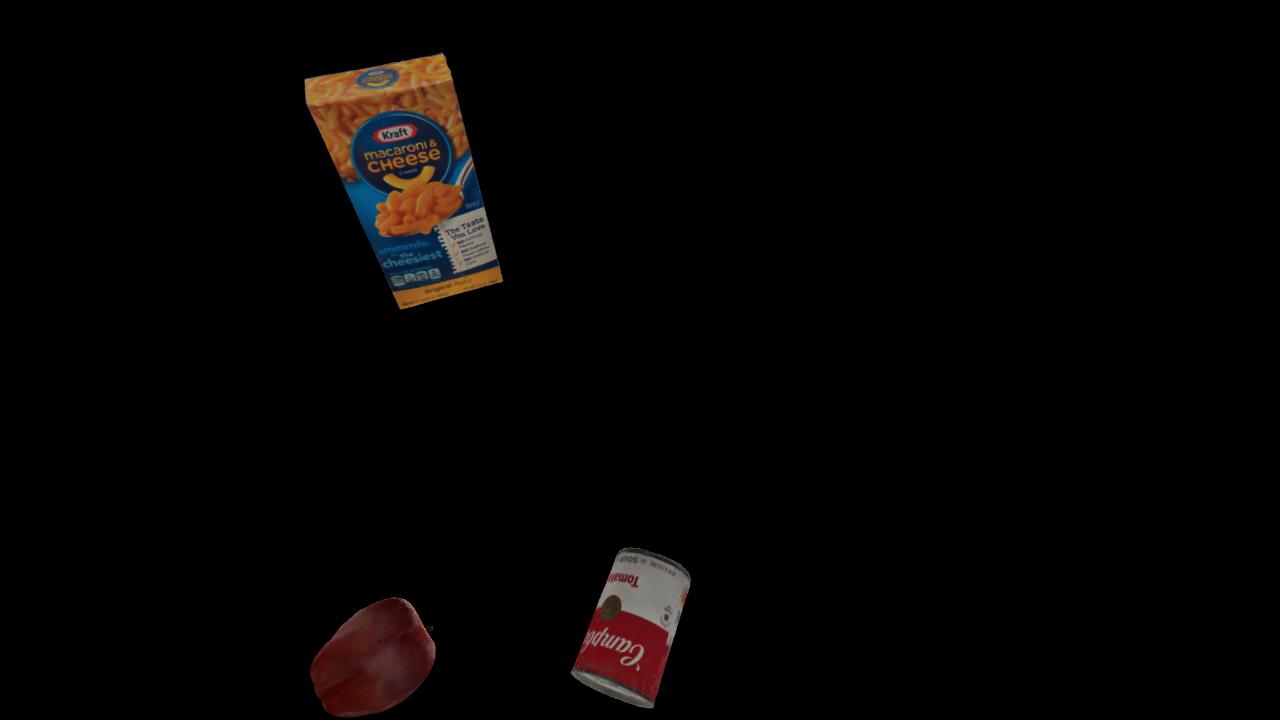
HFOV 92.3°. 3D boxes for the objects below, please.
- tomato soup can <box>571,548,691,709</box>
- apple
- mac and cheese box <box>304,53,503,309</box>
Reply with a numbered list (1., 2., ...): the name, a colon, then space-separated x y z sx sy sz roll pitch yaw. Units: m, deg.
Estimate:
1. tomato soup can: -0.004 0.210 0.489 0.068 0.101 0.068 16 -35 12
2. apple: -0.212 0.241 0.498 0.093 0.079 0.079 -26 14 -32
3. mac and cheese box: -0.167 -0.124 0.465 0.093 0.041 0.184 -16 -37 -11
